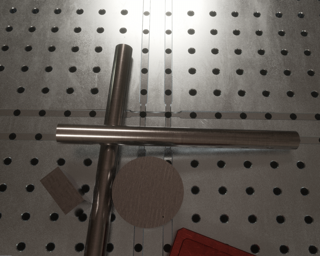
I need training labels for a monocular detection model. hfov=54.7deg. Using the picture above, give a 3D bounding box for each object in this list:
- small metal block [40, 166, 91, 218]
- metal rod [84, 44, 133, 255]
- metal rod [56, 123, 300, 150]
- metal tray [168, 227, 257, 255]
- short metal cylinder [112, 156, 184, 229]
[{"bbox_3d":[-0.110,0.078,0.369,0.025,0.050,0.050,-39,75,-13],"label":"small metal block"},{"bbox_3d":[-0.064,0.024,0.402,0.025,0.025,0.299,4,70,1],"label":"metal rod"},{"bbox_3d":[0.028,0.012,0.390,0.302,0.025,0.025,2,70,-7],"label":"metal rod"},{"bbox_3d":[0.067,0.177,0.345,0.131,0.030,0.090,20,71,6],"label":"metal tray"},{"bbox_3d":[-0.014,0.079,0.370,0.081,0.050,0.080,0,70,0],"label":"short metal cylinder"}]
